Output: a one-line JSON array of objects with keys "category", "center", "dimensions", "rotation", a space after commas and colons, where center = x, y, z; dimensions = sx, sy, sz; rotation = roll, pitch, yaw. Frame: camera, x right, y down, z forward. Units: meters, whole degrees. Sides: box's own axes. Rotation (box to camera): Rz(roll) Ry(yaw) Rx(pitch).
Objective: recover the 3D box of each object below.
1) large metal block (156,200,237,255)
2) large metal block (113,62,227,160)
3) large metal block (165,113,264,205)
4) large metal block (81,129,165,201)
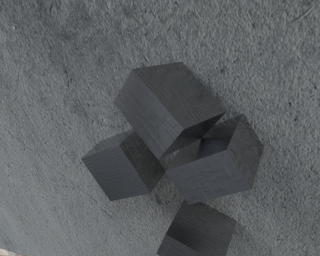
[{"category": "large metal block", "center": [0.053, 0.155, 0.439], "dimensions": [0.080, 0.080, 0.050], "rotation": [27, 128, 11]}, {"category": "large metal block", "center": [0.012, -0.023, 0.337], "dimensions": [0.080, 0.081, 0.050], "rotation": [51, 131, 16]}, {"category": "large metal block", "center": [0.065, 0.036, 0.359], "dimensions": [0.080, 0.080, 0.050], "rotation": [-25, 105, 37]}, {"category": "large metal block", "center": [-0.053, 0.054, 0.452], "dimensions": [0.080, 0.050, 0.080], "rotation": [-20, 108, 35]}]
